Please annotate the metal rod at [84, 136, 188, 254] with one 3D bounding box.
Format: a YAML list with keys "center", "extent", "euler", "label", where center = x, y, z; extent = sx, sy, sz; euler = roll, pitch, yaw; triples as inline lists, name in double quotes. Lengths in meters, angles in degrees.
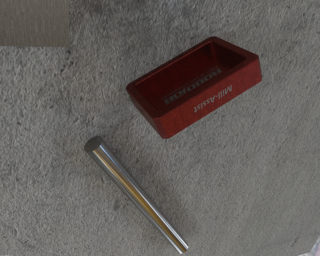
- center: [-0.020, 0.118, 0.470]
  extent: [0.025, 0.025, 0.299]
  euler: [-36, 130, -5]
  label: "metal rod"

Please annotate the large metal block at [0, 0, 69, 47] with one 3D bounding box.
- center: [-0.121, -0.114, 0.255]
  extent: [0.081, 0.050, 0.079]
  euler: [-6, 121, -26]
  label: "large metal block"

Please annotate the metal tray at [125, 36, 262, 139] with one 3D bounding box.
- center: [0.036, -0.051, 0.354]
  extent: [0.131, 0.090, 0.030]
  euler: [-31, 129, -8]
  label: "metal tray"
